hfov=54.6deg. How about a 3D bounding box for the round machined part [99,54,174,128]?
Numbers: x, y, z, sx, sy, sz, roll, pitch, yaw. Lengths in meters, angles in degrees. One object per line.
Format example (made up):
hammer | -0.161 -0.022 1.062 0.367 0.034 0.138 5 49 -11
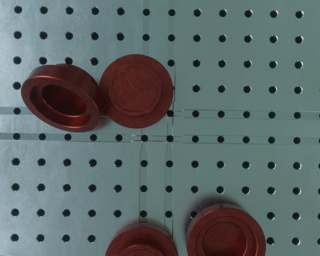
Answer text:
round machined part | -0.031 -0.048 0.405 0.099 0.042 0.097 0 90 0

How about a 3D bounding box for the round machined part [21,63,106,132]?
round machined part | -0.115 -0.041 0.386 0.098 0.097 0.042 15 52 0

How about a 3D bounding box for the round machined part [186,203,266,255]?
round machined part | 0.083 0.147 0.405 0.099 0.042 0.097 0 90 0

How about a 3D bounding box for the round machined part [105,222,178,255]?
round machined part | -0.024 0.178 0.405 0.099 0.042 0.097 0 90 0
